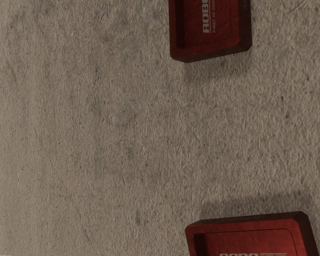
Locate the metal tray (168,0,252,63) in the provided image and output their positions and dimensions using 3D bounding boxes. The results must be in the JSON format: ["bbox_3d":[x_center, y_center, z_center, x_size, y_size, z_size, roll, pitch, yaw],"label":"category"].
[{"bbox_3d":[0.054,-0.147,0.355,0.090,0.030,0.129,-3,88,39],"label":"metal tray"}]

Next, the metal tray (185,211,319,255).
[{"bbox_3d":[0.094,0.140,0.322,0.130,0.030,0.090,-19,78,38],"label":"metal tray"}]
